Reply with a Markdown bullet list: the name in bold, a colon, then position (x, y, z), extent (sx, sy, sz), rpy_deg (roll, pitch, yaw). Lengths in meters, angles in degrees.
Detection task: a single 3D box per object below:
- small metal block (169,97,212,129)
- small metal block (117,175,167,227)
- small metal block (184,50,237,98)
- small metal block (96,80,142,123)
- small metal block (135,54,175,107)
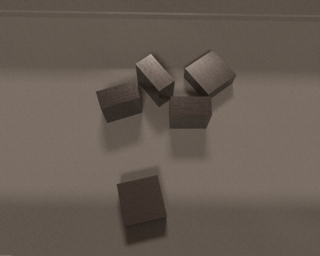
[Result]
- **small metal block**: position (0.038, -0.019, 0.404), extent (0.050, 0.050, 0.025), rpy_deg (0, 70, -1)
- **small metal block**: position (-0.022, 0.089, 0.377), extent (0.050, 0.025, 0.050), rpy_deg (-12, 71, -5)
- **small metal block**: position (0.070, -0.073, 0.437), extent (0.050, 0.025, 0.050), rpy_deg (-36, 74, -12)
- **small metal block**: position (-0.052, -0.033, 0.408), extent (0.050, 0.050, 0.025), rpy_deg (-17, 71, -7)
- **small metal block**: position (-0.007, -0.063, 0.419), extent (0.025, 0.050, 0.050), rpy_deg (-36, 74, -12)
